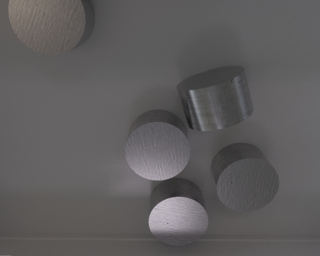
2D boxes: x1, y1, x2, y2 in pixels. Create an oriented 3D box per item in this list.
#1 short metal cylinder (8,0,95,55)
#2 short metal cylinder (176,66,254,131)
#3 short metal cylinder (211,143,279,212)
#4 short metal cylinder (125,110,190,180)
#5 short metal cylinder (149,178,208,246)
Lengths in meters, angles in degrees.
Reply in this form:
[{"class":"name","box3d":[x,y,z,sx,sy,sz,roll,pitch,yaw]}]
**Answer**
[{"class":"short metal cylinder","box3d":[-0.119,-0.126,0.350,0.081,0.050,0.079,0,110,0]},{"class":"short metal cylinder","box3d":[0.065,-0.037,0.369,0.080,0.080,0.050,-17,109,6]},{"class":"short metal cylinder","box3d":[0.113,0.066,0.423,0.081,0.050,0.079,0,110,0]},{"class":"short metal cylinder","box3d":[-0.003,0.021,0.406,0.081,0.050,0.079,0,110,0]},{"class":"short metal cylinder","box3d":[0.025,0.119,0.442,0.081,0.050,0.079,0,110,0]}]
